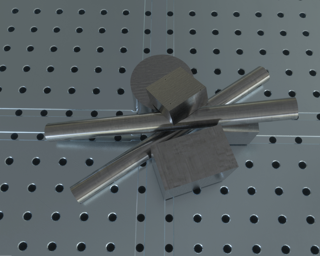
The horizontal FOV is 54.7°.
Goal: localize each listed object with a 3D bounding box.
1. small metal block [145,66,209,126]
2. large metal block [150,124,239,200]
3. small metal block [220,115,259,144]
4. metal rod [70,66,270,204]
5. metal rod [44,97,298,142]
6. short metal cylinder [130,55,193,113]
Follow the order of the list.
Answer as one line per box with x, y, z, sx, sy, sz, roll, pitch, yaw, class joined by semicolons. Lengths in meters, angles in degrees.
0.020;-0.038;0.360;0.050;0.025;0.050;-34;51;-11;small metal block
0.036;0.043;0.362;0.081;0.080;0.050;-17;71;-6;large metal block
0.093;0.002;0.395;0.050;0.050;0.025;0;70;1;small metal block
0.021;0.003;0.408;0.301;0.025;0.025;-33;73;-11;metal rod
0.003;-0.008;0.373;0.301;0.025;0.025;-5;70;12;metal rod
0.003;-0.050;0.413;0.081;0.050;0.080;0;69;0;short metal cylinder
